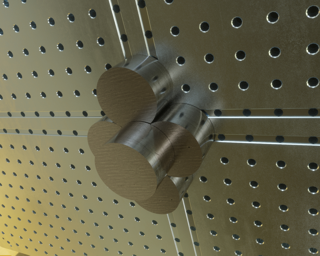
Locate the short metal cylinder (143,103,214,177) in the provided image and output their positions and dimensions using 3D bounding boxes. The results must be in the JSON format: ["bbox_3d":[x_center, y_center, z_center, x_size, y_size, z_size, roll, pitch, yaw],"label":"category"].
[{"bbox_3d":[0.023,0.015,0.392,0.080,0.050,0.079,13,124,21],"label":"short metal cylinder"}]

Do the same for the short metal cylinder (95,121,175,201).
[{"bbox_3d":[-0.029,0.039,0.369,0.080,0.050,0.079,13,124,21],"label":"short metal cylinder"}]

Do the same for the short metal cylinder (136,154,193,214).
[{"bbox_3d":[0.000,0.075,0.441,0.080,0.050,0.079,12,122,21],"label":"short metal cylinder"}]

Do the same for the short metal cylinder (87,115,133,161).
[{"bbox_3d":[-0.053,0.014,0.432,0.080,0.050,0.079,13,124,21],"label":"short metal cylinder"}]

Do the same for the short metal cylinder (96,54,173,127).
[{"bbox_3d":[-0.030,-0.045,0.383,0.080,0.050,0.079,13,124,20],"label":"short metal cylinder"}]
